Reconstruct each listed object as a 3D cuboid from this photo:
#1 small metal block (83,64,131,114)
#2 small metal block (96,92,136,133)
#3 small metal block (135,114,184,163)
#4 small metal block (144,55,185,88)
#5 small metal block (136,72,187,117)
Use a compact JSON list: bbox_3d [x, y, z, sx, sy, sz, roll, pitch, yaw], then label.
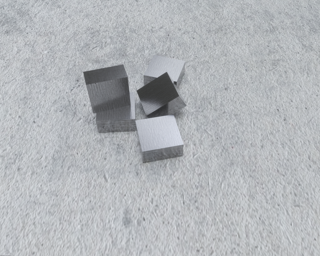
[{"bbox_3d":[-0.066,-0.049,0.395,0.050,0.050,0.025,-13,51,-11],"label":"small metal block"},{"bbox_3d":[-0.058,-0.021,0.421,0.050,0.025,0.050,-3,50,-3],"label":"small metal block"},{"bbox_3d":[-0.002,0.013,0.392,0.050,0.025,0.050,-9,51,-8],"label":"small metal block"},{"bbox_3d":[0.007,-0.082,0.472,0.050,0.025,0.050,13,51,11],"label":"small metal block"},{"bbox_3d":[0.001,-0.041,0.424,0.050,0.025,0.050,-31,52,11],"label":"small metal block"}]
